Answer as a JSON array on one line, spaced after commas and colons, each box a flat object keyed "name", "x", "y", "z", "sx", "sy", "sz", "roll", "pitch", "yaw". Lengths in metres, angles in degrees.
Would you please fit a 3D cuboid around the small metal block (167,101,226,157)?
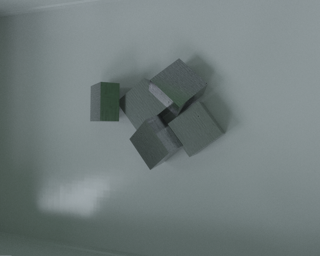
[{"name": "small metal block", "x": 0.046, "y": 0.001, "z": 0.392, "sx": 0.050, "sy": 0.025, "sz": 0.050, "roll": -37, "pitch": 79, "yaw": 16}]

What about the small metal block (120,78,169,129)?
[{"name": "small metal block", "x": -0.021, "y": -0.030, "z": 0.415, "sx": 0.050, "sy": 0.025, "sz": 0.050, "roll": -39, "pitch": 78, "yaw": 15}]

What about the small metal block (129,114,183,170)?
[{"name": "small metal block", "x": -0.006, "y": 0.018, "z": 0.398, "sx": 0.050, "sy": 0.025, "sz": 0.050, "roll": 55, "pitch": 137, "yaw": 12}]

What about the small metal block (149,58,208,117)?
[{"name": "small metal block", "x": 0.022, "y": -0.051, "z": 0.388, "sx": 0.050, "sy": 0.025, "sz": 0.050, "roll": -40, "pitch": 75, "yaw": -21}]

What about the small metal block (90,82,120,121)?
[{"name": "small metal block", "x": -0.075, "y": -0.034, "z": 0.420, "sx": 0.050, "sy": 0.025, "sz": 0.050, "roll": 1, "pitch": 90, "yaw": 63}]
